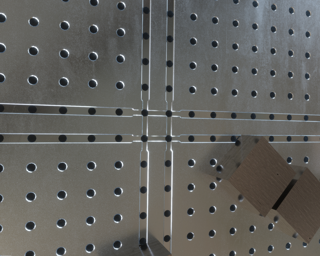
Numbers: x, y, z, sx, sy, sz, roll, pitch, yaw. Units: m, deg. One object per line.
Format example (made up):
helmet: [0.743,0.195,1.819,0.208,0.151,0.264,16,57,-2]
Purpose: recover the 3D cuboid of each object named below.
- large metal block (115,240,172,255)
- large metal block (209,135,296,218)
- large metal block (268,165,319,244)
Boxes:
large metal block: [-0.023,0.201,0.391,0.081,0.050,0.080,-13,95,-20]
large metal block: [0.134,0.067,0.448,0.080,0.050,0.080,45,76,-15]
large metal block: [0.207,0.113,0.475,0.080,0.050,0.080,45,76,-15]
